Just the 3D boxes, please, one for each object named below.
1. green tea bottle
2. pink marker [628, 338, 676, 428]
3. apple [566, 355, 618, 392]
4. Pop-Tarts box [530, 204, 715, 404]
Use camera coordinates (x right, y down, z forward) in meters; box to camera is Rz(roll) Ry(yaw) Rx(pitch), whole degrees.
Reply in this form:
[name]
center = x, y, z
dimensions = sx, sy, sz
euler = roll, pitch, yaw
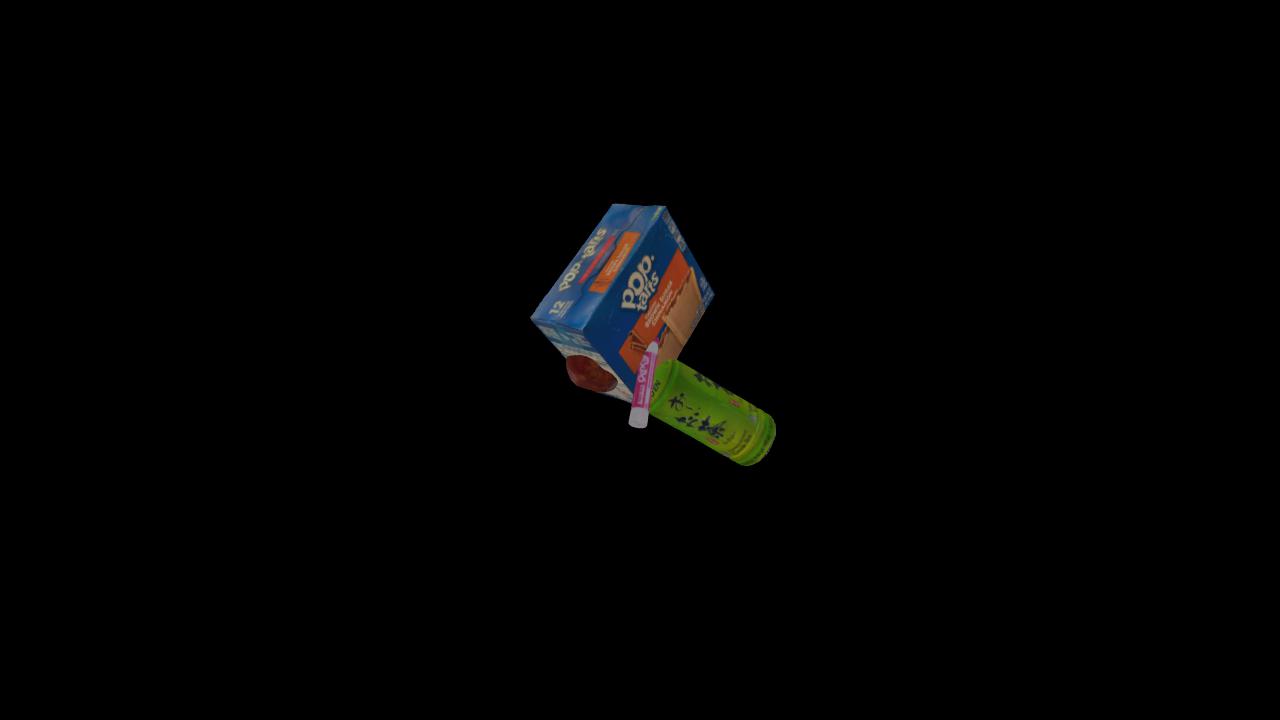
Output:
[green tea bottle]
center = 0.053, 0.047, 0.698
dimensions = 0.212, 0.073, 0.073
euler = 28, -8, -15
[pink marker]
center = 0.007, 0.011, 0.635
dimensions = 0.020, 0.121, 0.020
euler = 8, -27, 4
[apple]
center = -0.043, -0.003, 0.664
dimensions = 0.079, 0.079, 0.093
euler = 0, 7, -9
[Pop-Tarts box]
center = -0.011, -0.059, 0.667
dimensions = 0.083, 0.167, 0.141
euler = 12, -29, 40
